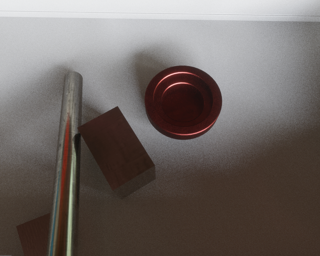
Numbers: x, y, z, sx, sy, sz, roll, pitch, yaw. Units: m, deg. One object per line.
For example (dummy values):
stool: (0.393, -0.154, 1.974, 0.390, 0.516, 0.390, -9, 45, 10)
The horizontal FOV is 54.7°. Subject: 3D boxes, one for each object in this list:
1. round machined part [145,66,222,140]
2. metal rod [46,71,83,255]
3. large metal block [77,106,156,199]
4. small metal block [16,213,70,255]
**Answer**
round machined part: (0.030, -0.030, 0.412, 0.099, 0.042, 0.098, 0, 70, -1)
metal rod: (-0.097, 0.033, 0.329, 0.025, 0.025, 0.300, -9, 45, -4)
large metal block: (-0.048, 0.033, 0.368, 0.050, 0.080, 0.080, -30, 73, -11)
small metal block: (-0.130, 0.128, 0.357, 0.050, 0.025, 0.050, -20, 71, -17)
